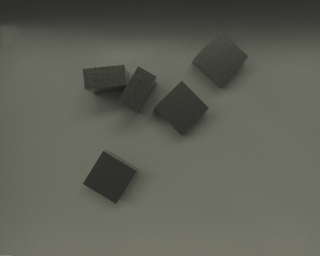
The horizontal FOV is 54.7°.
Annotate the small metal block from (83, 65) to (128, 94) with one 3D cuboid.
[{"bbox_3d":[-0.067,-0.062,0.398,0.050,0.050,0.025,-6,90,-1],"label":"small metal block"}]

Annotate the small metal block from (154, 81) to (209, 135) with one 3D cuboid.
[{"bbox_3d":[0.028,-0.026,0.412,0.050,0.025,0.050,-44,91,0],"label":"small metal block"}]

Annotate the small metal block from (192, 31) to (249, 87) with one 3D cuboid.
[{"bbox_3d":[0.079,-0.091,0.412,0.050,0.025,0.050,43,90,-1],"label":"small metal block"}]

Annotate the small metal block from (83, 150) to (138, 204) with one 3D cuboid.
[{"bbox_3d":[-0.065,0.064,0.411,0.050,0.025,0.050,31,90,-1],"label":"small metal block"}]

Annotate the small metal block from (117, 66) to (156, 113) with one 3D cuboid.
[{"bbox_3d":[-0.028,-0.047,0.399,0.025,0.050,0.050,30,90,0],"label":"small metal block"}]
